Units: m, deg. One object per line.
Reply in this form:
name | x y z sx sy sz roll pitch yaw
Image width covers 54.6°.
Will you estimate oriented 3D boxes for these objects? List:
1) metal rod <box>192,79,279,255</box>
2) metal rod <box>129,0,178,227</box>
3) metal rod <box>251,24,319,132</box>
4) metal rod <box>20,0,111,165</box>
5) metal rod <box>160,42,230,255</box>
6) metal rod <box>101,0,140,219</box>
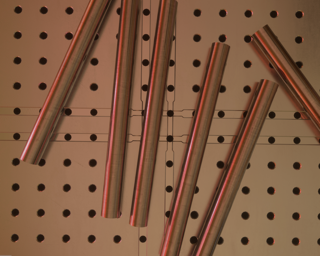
metal rod | 0.092 0.079 0.413 0.025 0.025 0.299 21 90 0
metal rod | -0.009 -0.020 0.413 0.025 0.025 0.298 8 90 0
metal rod | 0.220 -0.009 0.414 0.025 0.025 0.299 -36 90 0
metal rod | -0.113 -0.093 0.412 0.025 0.025 0.299 24 90 0
metal rod | 0.046 0.035 0.413 0.025 0.025 0.299 14 90 0
metal rod | -0.052 -0.032 0.412 0.025 0.025 0.298 5 90 0
